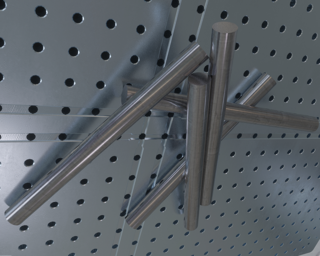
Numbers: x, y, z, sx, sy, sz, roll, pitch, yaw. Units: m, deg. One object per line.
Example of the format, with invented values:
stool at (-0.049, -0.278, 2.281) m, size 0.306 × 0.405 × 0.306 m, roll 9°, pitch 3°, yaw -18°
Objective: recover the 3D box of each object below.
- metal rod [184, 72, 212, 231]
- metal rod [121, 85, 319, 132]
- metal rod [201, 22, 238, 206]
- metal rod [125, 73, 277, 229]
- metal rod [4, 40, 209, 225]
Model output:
metal rod at (0.048, 0.056, 0.432) m, size 0.025 × 0.025 × 0.298 m, roll -19°, pitch 136°, yaw -17°
metal rod at (0.097, -0.022, 0.422) m, size 0.302 × 0.025 × 0.025 m, roll 7°, pitch 115°, yaw -22°
metal rod at (0.068, 0.009, 0.406) m, size 0.025 × 0.025 × 0.298 m, roll -19°, pitch 136°, yaw -17°
metal rod at (0.058, 0.037, 0.464) m, size 0.300 × 0.025 × 0.025 m, roll -47°, pitch 129°, yaw 4°
metal rod at (-0.068, 0.012, 0.356) m, size 0.300 × 0.025 × 0.025 m, roll -41°, pitch 130°, yaw 9°
